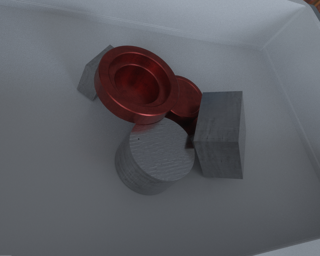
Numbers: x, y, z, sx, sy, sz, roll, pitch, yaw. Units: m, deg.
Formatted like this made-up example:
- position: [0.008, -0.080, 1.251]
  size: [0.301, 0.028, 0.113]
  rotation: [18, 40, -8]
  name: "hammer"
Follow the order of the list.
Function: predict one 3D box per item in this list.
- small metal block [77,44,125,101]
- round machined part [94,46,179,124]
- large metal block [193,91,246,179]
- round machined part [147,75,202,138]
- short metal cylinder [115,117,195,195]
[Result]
- position: [-0.074, -0.069, 0.390]
  size: [0.025, 0.050, 0.050]
  rotation: [38, 51, -3]
  name: "small metal block"
- position: [-0.030, -0.047, 0.369]
  size: [0.099, 0.042, 0.098]
  rotation: [14, 56, -21]
  name: "round machined part"
- position: [0.081, 0.010, 0.399]
  size: [0.050, 0.080, 0.080]
  rotation: [0, 50, 20]
  name: "large metal block"
- position: [0.021, -0.033, 0.424]
  size: [0.099, 0.042, 0.098]
  rotation: [14, 56, -21]
  name: "round machined part"
- position: [-0.007, 0.033, 0.365]
  size: [0.081, 0.050, 0.080]
  rotation: [14, 56, -21]
  name: "short metal cylinder"
